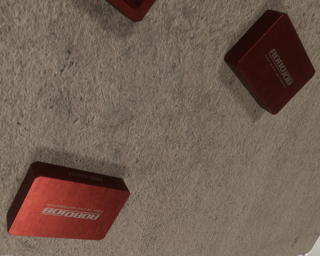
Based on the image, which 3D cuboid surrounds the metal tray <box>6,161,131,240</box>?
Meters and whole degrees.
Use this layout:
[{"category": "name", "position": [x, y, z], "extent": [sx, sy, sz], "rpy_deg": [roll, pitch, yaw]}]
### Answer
[{"category": "metal tray", "position": [-0.116, 0.099, 0.403], "extent": [0.131, 0.030, 0.090], "rpy_deg": [19, 108, -36]}]

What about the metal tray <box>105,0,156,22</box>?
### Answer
[{"category": "metal tray", "position": [-0.019, -0.178, 0.283], "extent": [0.090, 0.030, 0.130], "rpy_deg": [31, 101, -38]}]

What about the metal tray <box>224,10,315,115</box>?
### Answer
[{"category": "metal tray", "position": [0.159, -0.088, 0.439], "extent": [0.090, 0.030, 0.130], "rpy_deg": [-48, 130, 5]}]
